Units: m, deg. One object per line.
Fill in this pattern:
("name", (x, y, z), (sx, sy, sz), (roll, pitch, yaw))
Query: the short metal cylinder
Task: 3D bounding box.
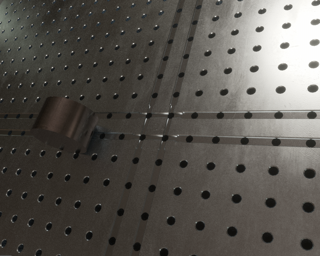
("short metal cylinder", (-0.135, -0.003, 0.443), (0.080, 0.080, 0.050), (2, 63, 29))
